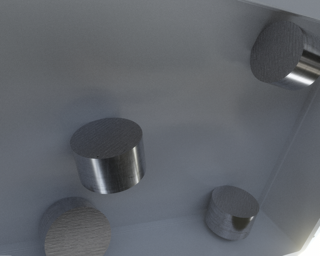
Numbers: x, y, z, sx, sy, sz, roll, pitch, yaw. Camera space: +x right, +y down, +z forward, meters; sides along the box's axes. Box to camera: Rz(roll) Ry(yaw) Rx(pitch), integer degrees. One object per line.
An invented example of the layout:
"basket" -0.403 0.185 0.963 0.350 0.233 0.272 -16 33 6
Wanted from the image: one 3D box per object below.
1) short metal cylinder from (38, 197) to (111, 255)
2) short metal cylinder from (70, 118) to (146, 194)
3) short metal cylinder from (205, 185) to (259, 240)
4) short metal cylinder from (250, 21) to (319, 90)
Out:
"short metal cylinder" -0.110 0.134 0.397 0.081 0.050 0.079 -2 94 -29
"short metal cylinder" -0.058 0.030 0.361 0.081 0.080 0.050 -17 126 -19
"short metal cylinder" 0.123 0.144 0.532 0.081 0.080 0.050 -4 120 -27
"short metal cylinder" 0.168 -0.094 0.409 0.050 0.080 0.079 9 114 -33
